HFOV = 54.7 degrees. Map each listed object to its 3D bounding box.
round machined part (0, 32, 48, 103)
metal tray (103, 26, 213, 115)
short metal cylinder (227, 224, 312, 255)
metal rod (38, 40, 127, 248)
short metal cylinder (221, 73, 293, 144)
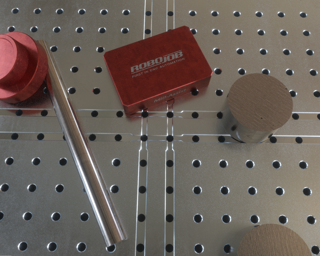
[{"bbox_3d":[-0.207,-0.086,0.418,0.098,0.042,0.098,-3,77,15],"label":"round machined part"},{"bbox_3d":[-0.003,-0.084,0.439,0.131,0.030,0.090,-21,71,-8],"label":"metal tray"},{"bbox_3d":[0.120,0.149,0.345,0.081,0.050,0.080,0,70,0],"label":"short metal cylinder"},{"bbox_3d":[-0.113,0.007,0.408,0.025,0.025,0.299,-24,72,-8],"label":"metal rod"},{"bbox_3d":[0.125,-0.025,0.408,0.081,0.050,0.080,0,70,0],"label":"short metal cylinder"}]
